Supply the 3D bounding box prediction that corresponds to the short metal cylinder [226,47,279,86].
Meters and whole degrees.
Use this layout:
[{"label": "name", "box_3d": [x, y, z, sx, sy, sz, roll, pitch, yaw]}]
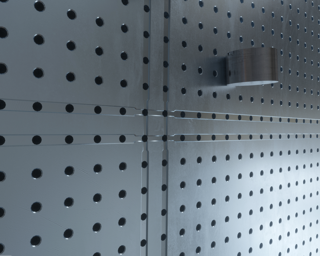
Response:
[{"label": "short metal cylinder", "box_3d": [0.148, -0.097, 0.500, 0.081, 0.080, 0.050, -5, 94, -40]}]
